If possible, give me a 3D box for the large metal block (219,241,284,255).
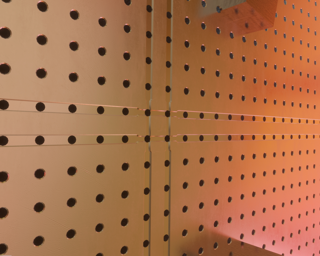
[{"bbox_3d":[0.140,0.230,0.490,0.081,0.080,0.050,-12,98,-39],"label":"large metal block"}]

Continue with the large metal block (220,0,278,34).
[{"bbox_3d":[0.152,-0.218,0.518,0.080,0.050,0.080,21,77,-38],"label":"large metal block"}]
